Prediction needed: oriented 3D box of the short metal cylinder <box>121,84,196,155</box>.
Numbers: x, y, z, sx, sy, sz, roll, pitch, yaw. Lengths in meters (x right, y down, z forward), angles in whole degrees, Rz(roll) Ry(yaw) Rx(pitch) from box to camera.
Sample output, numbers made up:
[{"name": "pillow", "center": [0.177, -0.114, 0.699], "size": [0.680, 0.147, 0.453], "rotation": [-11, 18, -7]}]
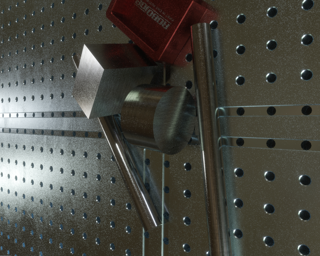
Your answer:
[{"name": "short metal cylinder", "center": [0.000, -0.012, 0.372], "size": [0.050, 0.081, 0.079], "rotation": [11, 97, 39]}]

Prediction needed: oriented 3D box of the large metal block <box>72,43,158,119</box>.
[{"name": "large metal block", "center": [-0.061, -0.063, 0.410], "size": [0.050, 0.081, 0.079], "rotation": [52, 135, 27]}]

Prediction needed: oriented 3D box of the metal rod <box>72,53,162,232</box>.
[{"name": "metal rod", "center": [-0.071, 0.008, 0.465], "size": [0.025, 0.025, 0.299], "rotation": [-40, 66, 32]}]

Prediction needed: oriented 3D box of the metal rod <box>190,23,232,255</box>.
[{"name": "metal rod", "center": [0.060, 0.028, 0.358], "size": [0.025, 0.025, 0.298], "rotation": [-8, 85, 39]}]

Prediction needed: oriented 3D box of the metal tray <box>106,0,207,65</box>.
[{"name": "metal tray", "center": [-0.011, -0.156, 0.412], "size": [0.130, 0.030, 0.089], "rotation": [47, 118, 29]}]
